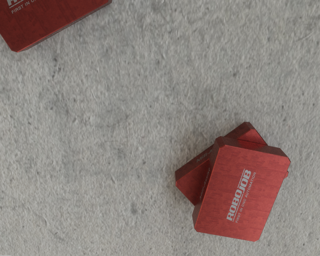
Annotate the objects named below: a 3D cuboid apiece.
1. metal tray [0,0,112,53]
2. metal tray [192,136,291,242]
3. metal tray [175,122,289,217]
[{"bbox_3d":[-0.132,-0.155,0.348,0.130,0.030,0.090,-26,108,8],"label":"metal tray"},{"bbox_3d":[0.102,0.082,0.406,0.091,0.030,0.129,12,110,-5],"label":"metal tray"},{"bbox_3d":[0.097,0.064,0.432,0.130,0.030,0.090,-38,106,12],"label":"metal tray"}]
